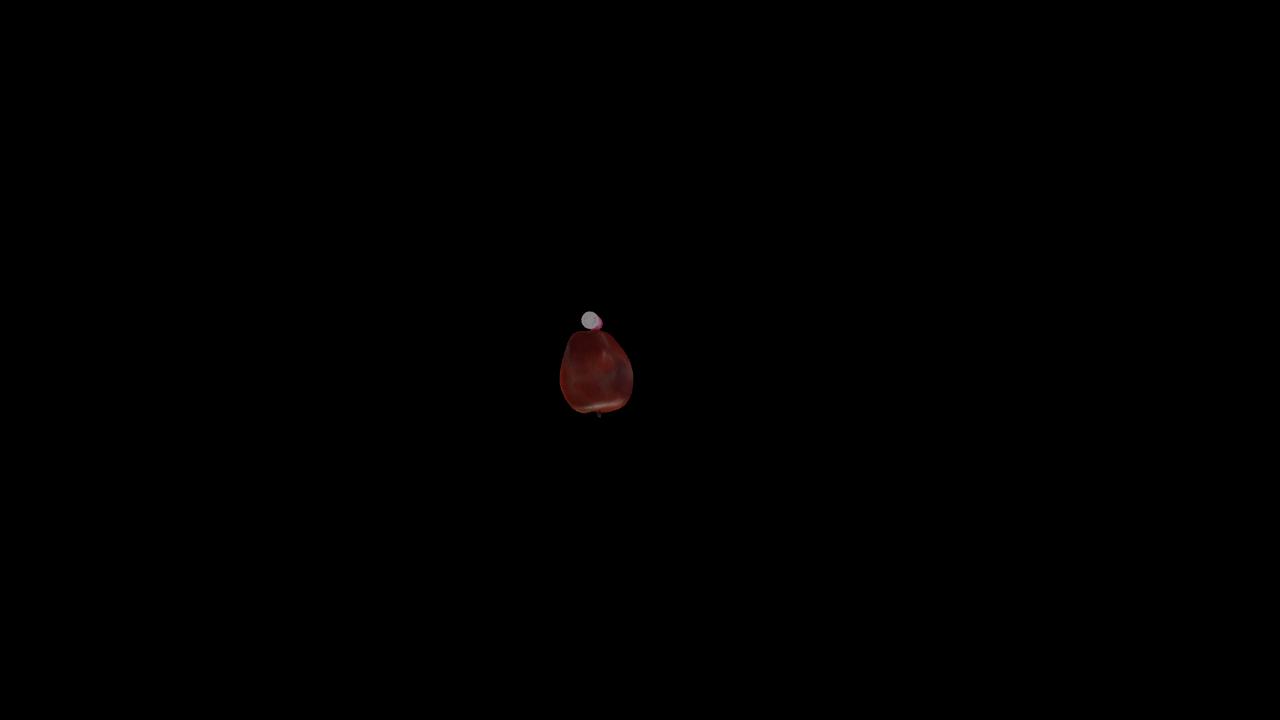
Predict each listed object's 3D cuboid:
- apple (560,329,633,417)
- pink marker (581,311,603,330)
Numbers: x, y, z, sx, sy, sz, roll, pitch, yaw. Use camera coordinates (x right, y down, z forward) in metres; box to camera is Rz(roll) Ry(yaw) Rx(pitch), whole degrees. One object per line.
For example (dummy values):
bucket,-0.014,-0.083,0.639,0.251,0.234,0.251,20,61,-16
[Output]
apple,-0.047,0.015,0.651,0.079,0.093,0.079,-8,-13,-2
pink marker,-0.055,-0.045,0.724,0.020,0.020,0.121,0,1,-1
